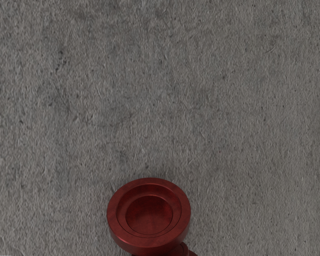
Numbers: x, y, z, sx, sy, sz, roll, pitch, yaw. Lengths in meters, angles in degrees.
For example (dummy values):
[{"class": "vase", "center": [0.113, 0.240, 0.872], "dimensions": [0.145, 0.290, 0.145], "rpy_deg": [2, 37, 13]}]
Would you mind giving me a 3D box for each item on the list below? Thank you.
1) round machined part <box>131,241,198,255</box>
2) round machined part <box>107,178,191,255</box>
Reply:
[{"class": "round machined part", "center": [0.002, 0.166, 0.369], "dimensions": [0.099, 0.098, 0.042], "rpy_deg": [-10, 100, -20]}, {"class": "round machined part", "center": [-0.013, 0.110, 0.376], "dimensions": [0.099, 0.098, 0.042], "rpy_deg": [-17, 132, -19]}]
